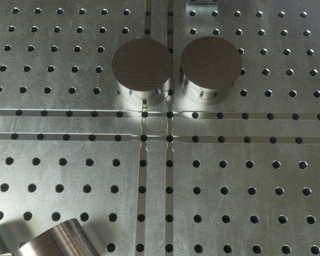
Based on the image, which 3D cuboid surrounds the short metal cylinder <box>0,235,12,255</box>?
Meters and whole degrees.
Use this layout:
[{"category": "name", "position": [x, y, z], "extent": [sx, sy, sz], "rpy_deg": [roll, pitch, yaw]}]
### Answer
[{"category": "short metal cylinder", "position": [-0.211, 0.139, 0.330], "extent": [0.080, 0.080, 0.050], "rpy_deg": [-36, 74, -12]}]

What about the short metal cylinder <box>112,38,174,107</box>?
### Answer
[{"category": "short metal cylinder", "position": [-0.022, -0.075, 0.425], "extent": [0.081, 0.050, 0.080], "rpy_deg": [0, 70, 0]}]

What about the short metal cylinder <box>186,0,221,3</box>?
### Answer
[{"category": "short metal cylinder", "position": [0.068, -0.232, 0.468], "extent": [0.050, 0.080, 0.080], "rpy_deg": [1, 70, 0]}]

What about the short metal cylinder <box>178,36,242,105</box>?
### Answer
[{"category": "short metal cylinder", "position": [0.067, -0.078, 0.427], "extent": [0.081, 0.050, 0.080], "rpy_deg": [0, 70, 0]}]

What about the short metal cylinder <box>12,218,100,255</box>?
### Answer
[{"category": "short metal cylinder", "position": [-0.111, 0.142, 0.330], "extent": [0.080, 0.080, 0.050], "rpy_deg": [-35, 74, -12]}]
